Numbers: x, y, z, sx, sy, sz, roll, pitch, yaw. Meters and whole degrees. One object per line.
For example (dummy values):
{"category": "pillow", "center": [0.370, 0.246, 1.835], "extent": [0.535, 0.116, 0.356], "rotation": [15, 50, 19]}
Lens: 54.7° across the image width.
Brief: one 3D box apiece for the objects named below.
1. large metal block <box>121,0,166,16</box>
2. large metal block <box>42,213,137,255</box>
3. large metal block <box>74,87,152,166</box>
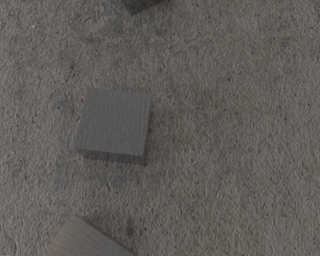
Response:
{"category": "large metal block", "center": [-0.030, -0.235, 0.480], "extent": [0.080, 0.050, 0.080], "rotation": [-28, 73, -10]}
{"category": "large metal block", "center": [-0.082, 0.152, 0.339], "extent": [0.080, 0.050, 0.080], "rotation": [31, 73, 10]}
{"category": "large metal block", "center": [-0.055, -0.001, 0.395], "extent": [0.080, 0.050, 0.080], "rotation": [7, 70, 2]}
